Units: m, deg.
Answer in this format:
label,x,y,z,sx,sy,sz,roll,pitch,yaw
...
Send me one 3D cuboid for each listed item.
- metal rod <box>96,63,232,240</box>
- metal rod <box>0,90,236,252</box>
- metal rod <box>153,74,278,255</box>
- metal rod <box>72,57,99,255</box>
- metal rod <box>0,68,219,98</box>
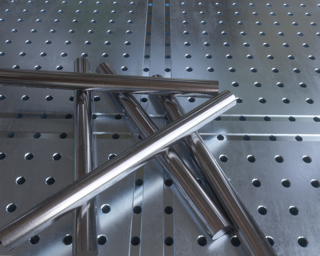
label,x,y,z,sx,sy,sz,roll,pitch,yaw
metal rod,-0.012,0.008,0.400,0.025,0.025,0.300,-24,54,-19
metal rod,-0.027,0.032,0.347,0.302,0.025,0.025,-31,57,-24
metal rod,0.051,0.035,0.378,0.025,0.025,0.300,-18,52,-15
metal rod,-0.098,0.011,0.396,0.025,0.025,0.300,-7,50,-7
metal rod,-0.072,-0.062,0.426,0.302,0.025,0.025,4,50,2
